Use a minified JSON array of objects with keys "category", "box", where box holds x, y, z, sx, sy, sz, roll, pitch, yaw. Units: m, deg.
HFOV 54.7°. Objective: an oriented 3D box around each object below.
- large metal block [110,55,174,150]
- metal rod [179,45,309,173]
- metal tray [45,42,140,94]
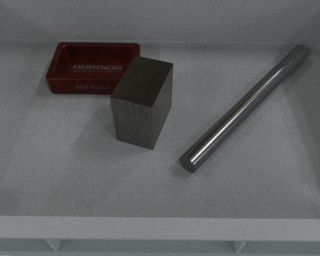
[{"category":"large metal block","box":[-0.020,-0.032,0.396,0.050,0.080,0.080,15,52,11]},{"category":"metal rod","box":[0.133,-0.041,0.441,0.025,0.025,0.302,35,58,25]},{"category":"metal tray","box":[-0.098,-0.094,0.478,0.131,0.030,0.090,1,50,0]}]
